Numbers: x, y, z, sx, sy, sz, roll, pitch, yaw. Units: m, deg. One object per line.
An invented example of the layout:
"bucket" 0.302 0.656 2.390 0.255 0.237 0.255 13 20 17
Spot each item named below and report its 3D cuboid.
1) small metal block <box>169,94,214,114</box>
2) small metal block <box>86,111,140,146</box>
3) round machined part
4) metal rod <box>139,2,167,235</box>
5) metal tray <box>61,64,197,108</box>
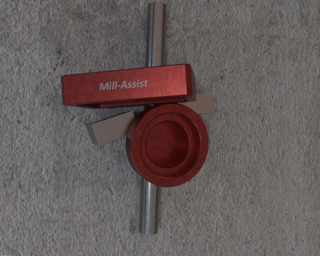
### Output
"small metal block" 0.036 -0.030 0.411 0.050 0.050 0.025 -2 91 -20
"small metal block" -0.059 0.000 0.376 0.050 0.050 0.025 -20 97 -19
"round machined part" 0.006 0.019 0.375 0.099 0.042 0.097 -2 94 -22
"metal rod" -0.009 -0.013 0.408 0.025 0.025 0.298 2 89 -20
"metal tray" -0.028 -0.042 0.341 0.131 0.090 0.030 -4 90 9
